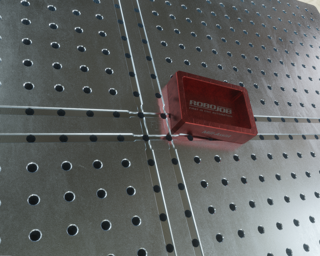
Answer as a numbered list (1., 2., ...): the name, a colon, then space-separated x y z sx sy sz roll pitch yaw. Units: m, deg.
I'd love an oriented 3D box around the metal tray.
1. metal tray: 0.079 -0.030 0.467 0.131 0.030 0.090 10 58 -24
